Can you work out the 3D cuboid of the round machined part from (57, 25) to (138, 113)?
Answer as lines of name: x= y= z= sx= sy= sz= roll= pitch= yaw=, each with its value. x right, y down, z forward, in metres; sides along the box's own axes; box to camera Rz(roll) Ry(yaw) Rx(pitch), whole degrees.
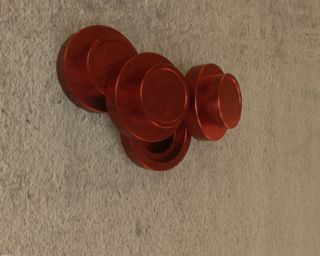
round machined part: x=-0.059 y=-0.066 z=0.346 sx=0.099 sy=0.042 sz=0.097 roll=0 pitch=90 yaw=-40

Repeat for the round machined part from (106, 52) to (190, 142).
round machined part: x=-0.006 y=-0.034 z=0.337 sx=0.099 sy=0.042 sz=0.097 roll=0 pitch=90 yaw=-40

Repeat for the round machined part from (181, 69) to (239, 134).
round machined part: x=0.081 y=-0.040 z=0.465 sx=0.099 sy=0.042 sz=0.097 roll=0 pitch=90 yaw=-40

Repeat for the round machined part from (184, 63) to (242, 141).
round machined part: x=0.070 y=-0.032 z=0.388 sx=0.099 sy=0.042 sz=0.097 roll=3 pitch=87 yaw=-53

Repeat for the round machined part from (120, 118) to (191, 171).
round machined part: x=-0.009 y=0.004 z=0.389 sx=0.099 sy=0.042 sz=0.097 roll=0 pitch=90 yaw=-40
